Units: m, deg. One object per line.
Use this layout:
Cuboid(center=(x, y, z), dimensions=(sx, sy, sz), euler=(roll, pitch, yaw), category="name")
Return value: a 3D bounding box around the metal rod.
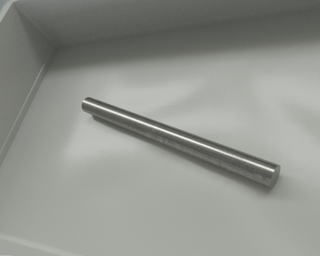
Cuboid(center=(0.002, 0.006, 0.400), dimensions=(0.300, 0.025, 0.025), euler=(20, 73, 35), category="metal rod")
